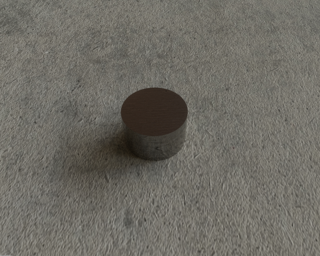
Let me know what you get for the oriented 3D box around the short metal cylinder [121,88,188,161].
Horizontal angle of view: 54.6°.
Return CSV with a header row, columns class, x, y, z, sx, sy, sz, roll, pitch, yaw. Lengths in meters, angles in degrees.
class,x,y,z,sx,sy,sz,roll,pitch,yaw
short metal cylinder,-0.007,-0.006,0.392,0.080,0.050,0.080,0,50,0
